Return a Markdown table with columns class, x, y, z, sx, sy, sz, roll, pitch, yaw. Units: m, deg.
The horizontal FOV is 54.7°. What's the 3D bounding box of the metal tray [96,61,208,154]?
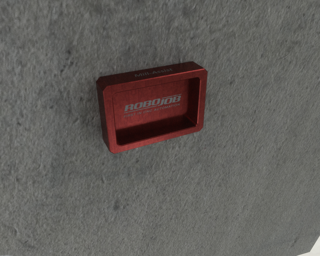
| class | x | y | z | sx | sy | sz | roll | pitch | yaw |
| --- | --- | --- | --- | --- | --- | --- | --- | --- | --- |
| metal tray | -0.007 | -0.027 | 0.384 | 0.131 | 0.030 | 0.089 | -14 | 124 | -21 |
